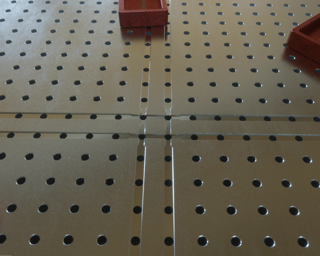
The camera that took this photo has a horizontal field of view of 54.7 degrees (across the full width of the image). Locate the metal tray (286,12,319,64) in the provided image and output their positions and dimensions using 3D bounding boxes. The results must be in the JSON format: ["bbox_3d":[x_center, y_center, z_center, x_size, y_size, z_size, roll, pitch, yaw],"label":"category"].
[{"bbox_3d":[0.300,-0.163,0.544,0.131,0.030,0.090,-33,58,-25],"label":"metal tray"}]

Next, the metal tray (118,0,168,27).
[{"bbox_3d":[-0.036,-0.250,0.613,0.091,0.030,0.130,-4,50,-4],"label":"metal tray"}]
